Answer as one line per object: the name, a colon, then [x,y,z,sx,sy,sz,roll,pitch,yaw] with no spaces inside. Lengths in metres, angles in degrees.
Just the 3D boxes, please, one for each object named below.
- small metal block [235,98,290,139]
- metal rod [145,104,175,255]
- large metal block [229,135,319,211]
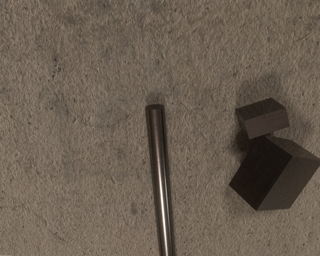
small metal block: [0.128,-0.013,0.393,0.050,0.050,0.025,-18,109,6]
metal rod: [0.005,0.112,0.451,0.025,0.025,0.298,-4,110,1]
large metal block: [0.150,0.058,0.401,0.081,0.050,0.079,10,114,-40]
